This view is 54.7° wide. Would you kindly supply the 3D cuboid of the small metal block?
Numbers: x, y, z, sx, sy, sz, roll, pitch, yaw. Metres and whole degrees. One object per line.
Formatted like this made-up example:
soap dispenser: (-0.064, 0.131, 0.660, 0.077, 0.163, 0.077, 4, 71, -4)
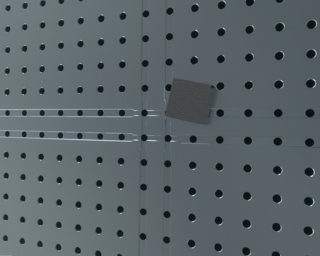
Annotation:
small metal block: (0.039, -0.034, 0.398, 0.050, 0.025, 0.050, 14, 95, 19)
